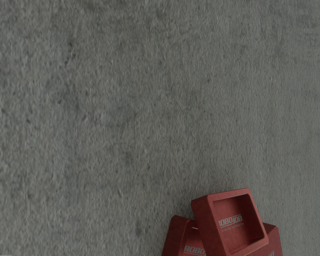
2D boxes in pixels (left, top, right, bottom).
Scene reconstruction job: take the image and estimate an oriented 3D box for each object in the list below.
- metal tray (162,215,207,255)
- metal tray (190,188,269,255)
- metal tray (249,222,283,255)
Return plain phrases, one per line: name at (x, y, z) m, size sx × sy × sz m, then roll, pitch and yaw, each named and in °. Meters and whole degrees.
metal tray at (0.061, 0.186, 0.455) m, size 0.131 × 0.030 × 0.090 m, roll 27°, pitch 73°, yaw -37°
metal tray at (0.106, 0.140, 0.458) m, size 0.131 × 0.030 × 0.090 m, roll 6°, pitch 61°, yaw -48°
metal tray at (0.169, 0.239, 0.547) m, size 0.131 × 0.030 × 0.089 m, roll -22°, pitch 104°, yaw -38°
